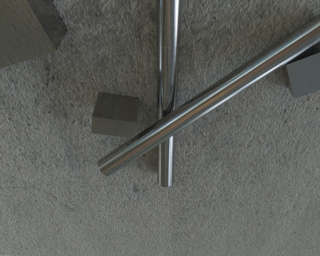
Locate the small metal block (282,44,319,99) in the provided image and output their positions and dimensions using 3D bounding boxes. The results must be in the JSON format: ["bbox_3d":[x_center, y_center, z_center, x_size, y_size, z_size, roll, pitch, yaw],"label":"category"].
[{"bbox_3d":[0.170,-0.067,0.353,0.050,0.025,0.050,-20,128,16],"label":"small metal block"}]

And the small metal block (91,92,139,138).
[{"bbox_3d":[-0.053,-0.016,0.376,0.050,0.050,0.025,7,130,-7],"label":"small metal block"}]

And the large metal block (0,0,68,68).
[{"bbox_3d":[-0.149,-0.109,0.296,0.080,0.050,0.080,-14,129,11],"label":"large metal block"}]

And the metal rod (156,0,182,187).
[{"bbox_3d":[0.009,-0.032,0.379,0.025,0.025,0.298,0,130,0],"label":"metal rod"}]

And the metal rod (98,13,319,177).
[{"bbox_3d":[0.050,-0.028,0.358,0.300,0.025,0.025,-33,123,15],"label":"metal rod"}]
